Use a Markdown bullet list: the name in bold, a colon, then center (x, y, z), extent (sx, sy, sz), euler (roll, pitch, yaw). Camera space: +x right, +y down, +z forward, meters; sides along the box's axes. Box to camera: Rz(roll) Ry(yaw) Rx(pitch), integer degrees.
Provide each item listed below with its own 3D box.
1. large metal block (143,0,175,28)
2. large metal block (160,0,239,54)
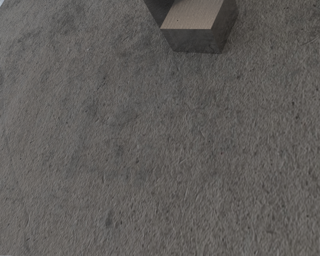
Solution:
- **large metal block**: center (0.013, -0.222, 0.498), extent (0.080, 0.080, 0.050), euler (-26, 53, 12)
- **large metal block**: center (0.059, -0.158, 0.454), extent (0.080, 0.050, 0.080), euler (12, 68, 33)
